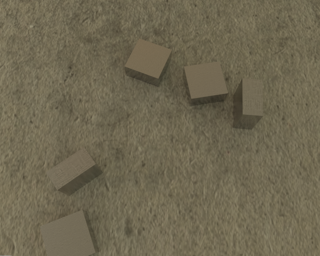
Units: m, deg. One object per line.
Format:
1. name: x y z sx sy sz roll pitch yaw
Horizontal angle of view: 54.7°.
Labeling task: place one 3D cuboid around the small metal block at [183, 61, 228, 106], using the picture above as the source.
1. small metal block: 0.062 -0.061 0.431 0.050 0.025 0.050 -9 70 -4

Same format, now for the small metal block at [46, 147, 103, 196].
1. small metal block: -0.101 0.054 0.374 0.050 0.050 0.025 -35 74 -12

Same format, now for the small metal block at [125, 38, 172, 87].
1. small metal block: -0.016 -0.093 0.442 0.050 0.025 0.050 21 71 7

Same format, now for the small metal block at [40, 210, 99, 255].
1. small metal block: -0.104 0.129 0.360 0.050 0.025 0.050 -20 72 -8

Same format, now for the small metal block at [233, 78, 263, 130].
1. small metal block: 0.115 -0.031 0.407 0.025 0.050 0.050 5 70 1
